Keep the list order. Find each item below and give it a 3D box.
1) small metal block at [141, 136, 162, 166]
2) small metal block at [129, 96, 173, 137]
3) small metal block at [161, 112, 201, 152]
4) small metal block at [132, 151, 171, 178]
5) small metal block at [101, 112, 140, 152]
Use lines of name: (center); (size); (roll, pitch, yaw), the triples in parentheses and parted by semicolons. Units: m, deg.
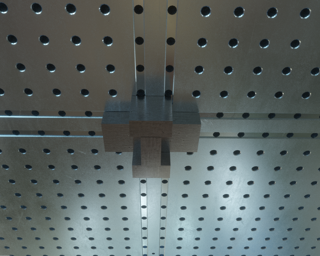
small metal block: (-0.011, 0.014, 0.406); (0.025, 0.050, 0.050); (1, 130, -1)
small metal block: (-0.011, -0.015, 0.382); (0.050, 0.050, 0.025); (1, 130, -1)
small metal block: (0.026, 0.006, 0.417); (0.050, 0.025, 0.050); (1, 130, -1)
small metal block: (-0.012, 0.042, 0.431); (0.050, 0.050, 0.025); (1, 130, -1)
small metal block: (-0.049, 0.006, 0.415); (0.050, 0.025, 0.050); (0, 130, -1)
